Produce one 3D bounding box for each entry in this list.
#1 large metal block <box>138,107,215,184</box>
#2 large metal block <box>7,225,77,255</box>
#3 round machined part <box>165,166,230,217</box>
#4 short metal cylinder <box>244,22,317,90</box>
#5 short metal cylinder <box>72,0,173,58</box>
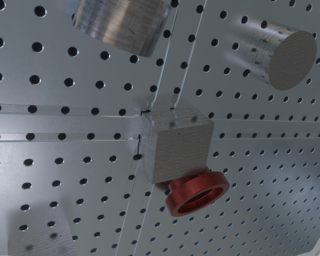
[{"bbox_3d":[0.019,0.022,0.419,0.081,0.050,0.079,-8,122,-24],"label":"large metal block"},{"bbox_3d":[-0.150,0.187,0.409,0.081,0.080,0.050,-12,124,-22],"label":"large metal block"},{"bbox_3d":[0.052,0.092,0.471,0.099,0.042,0.098,-21,150,-12],"label":"round machined part"},{"bbox_3d":[0.163,-0.098,0.423,0.081,0.050,0.079,-14,124,-21],"label":"short metal cylinder"},{"bbox_3d":[-0.035,-0.106,0.290,0.081,0.080,0.050,12,112,-34],"label":"short metal cylinder"}]
